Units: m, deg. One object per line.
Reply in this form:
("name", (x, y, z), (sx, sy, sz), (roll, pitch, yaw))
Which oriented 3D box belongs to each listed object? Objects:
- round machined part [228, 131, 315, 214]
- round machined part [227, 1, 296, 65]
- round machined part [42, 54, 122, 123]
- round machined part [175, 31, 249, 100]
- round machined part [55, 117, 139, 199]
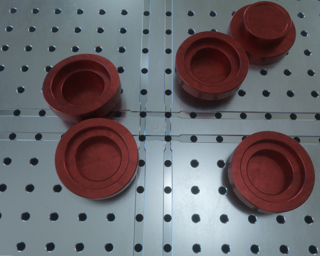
("round machined part", (0.133, 0.056, 0.384), (0.099, 0.042, 0.098), (0, 70, -1))
("round machined part", (0.153, -0.147, 0.458), (0.099, 0.042, 0.098), (0, 70, -1))
("round machined part", (-0.100, -0.049, 0.414), (0.099, 0.042, 0.098), (-1, 61, 2))
("round machined part", (0.070, -0.083, 0.434), (0.099, 0.042, 0.098), (0, 70, -1))
("round machined part", (-0.075, 0.039, 0.385), (0.099, 0.042, 0.098), (0, 74, -1))
